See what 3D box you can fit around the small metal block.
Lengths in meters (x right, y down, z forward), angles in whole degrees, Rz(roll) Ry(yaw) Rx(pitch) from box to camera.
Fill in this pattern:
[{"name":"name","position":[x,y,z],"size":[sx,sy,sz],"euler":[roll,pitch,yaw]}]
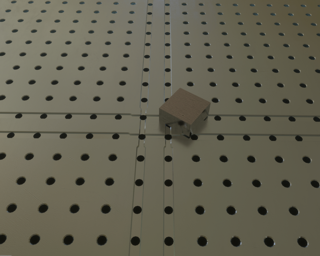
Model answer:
[{"name":"small metal block","position":[0.034,-0.023,0.427],"size":[0.050,0.025,0.050],"euler":[29,56,22]}]
